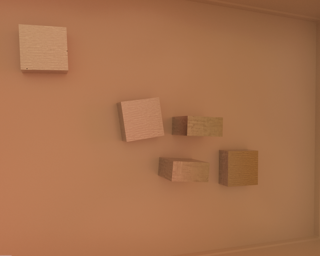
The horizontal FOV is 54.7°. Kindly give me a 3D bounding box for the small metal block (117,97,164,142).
[{"bbox_3d":[-0.025,-0.011,0.401,0.050,0.025,0.050,-9,93,-20],"label":"small metal block"}]

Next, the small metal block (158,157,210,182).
[{"bbox_3d":[0.030,0.054,0.408,0.050,0.050,0.025,5,89,-20],"label":"small metal block"}]

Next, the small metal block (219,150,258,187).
[{"bbox_3d":[0.115,0.057,0.453,0.050,0.025,0.050,1,90,-20],"label":"small metal block"}]

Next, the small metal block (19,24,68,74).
[{"bbox_3d":[-0.135,-0.090,0.361,0.050,0.025,0.050,-3,91,-20],"label":"small metal block"}]

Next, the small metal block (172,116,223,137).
[{"bbox_3d":[0.049,-0.002,0.415,0.050,0.050,0.025,2,90,-20],"label":"small metal block"}]
